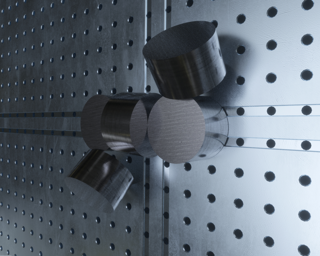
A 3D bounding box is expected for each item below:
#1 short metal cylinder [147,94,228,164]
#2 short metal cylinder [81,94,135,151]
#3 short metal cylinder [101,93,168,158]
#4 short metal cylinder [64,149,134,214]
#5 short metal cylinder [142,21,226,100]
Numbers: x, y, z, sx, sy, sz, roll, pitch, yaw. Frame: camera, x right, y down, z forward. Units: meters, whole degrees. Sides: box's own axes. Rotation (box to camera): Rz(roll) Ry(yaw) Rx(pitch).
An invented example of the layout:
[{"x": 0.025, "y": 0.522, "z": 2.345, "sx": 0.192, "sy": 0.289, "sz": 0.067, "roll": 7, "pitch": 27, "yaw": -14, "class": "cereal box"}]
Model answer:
[{"x": 0.032, "y": 0.000, "z": 0.364, "sx": 0.080, "sy": 0.050, "sz": 0.079, "roll": 0, "pitch": 90, "yaw": 39, "class": "short metal cylinder"}, {"x": -0.069, "y": -0.007, "z": 0.447, "sx": 0.080, "sy": 0.050, "sz": 0.079, "roll": 0, "pitch": 90, "yaw": 39, "class": "short metal cylinder"}, {"x": -0.028, "y": -0.005, "z": 0.394, "sx": 0.050, "sy": 0.081, "sz": 0.079, "roll": 6, "pitch": 94, "yaw": 39, "class": "short metal cylinder"}, {"x": -0.084, "y": 0.075, "z": 0.433, "sx": 0.080, "sy": 0.050, "sz": 0.080, "roll": 23, "pitch": 146, "yaw": 17, "class": "short metal cylinder"}, {"x": 0.027, "y": -0.075, "z": 0.341, "sx": 0.080, "sy": 0.080, "sz": 0.050, "roll": 11, "pitch": 139, "yaw": 39, "class": "short metal cylinder"}]
